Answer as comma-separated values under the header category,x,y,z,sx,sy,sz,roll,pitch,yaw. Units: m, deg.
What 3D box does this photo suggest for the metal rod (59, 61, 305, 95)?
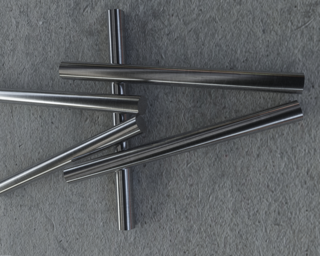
category,x,y,z,sx,sy,sz,roll,pitch,yaw
metal rod,0.016,-0.065,0.387,0.301,0.025,0.025,5,92,13

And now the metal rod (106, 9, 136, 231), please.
category,x,y,z,sx,sy,sz,roll,pitch,yaw
metal rod,-0.054,-0.012,0.428,0.025,0.025,0.298,-3,89,19

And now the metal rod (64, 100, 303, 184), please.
category,x,y,z,sx,sy,sz,roll,pitch,yaw
metal rod,0.018,0.022,0.386,0.301,0.025,0.025,-17,85,12

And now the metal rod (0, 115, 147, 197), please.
category,x,y,z,sx,sy,sz,roll,pitch,yaw
metal rod,-0.149,0.050,0.446,0.300,0.025,0.025,-24,82,23

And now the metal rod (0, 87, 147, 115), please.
category,x,y,z,sx,sy,sz,roll,pitch,yaw
metal rod,-0.158,-0.042,0.449,0.301,0.025,0.025,6,92,25
